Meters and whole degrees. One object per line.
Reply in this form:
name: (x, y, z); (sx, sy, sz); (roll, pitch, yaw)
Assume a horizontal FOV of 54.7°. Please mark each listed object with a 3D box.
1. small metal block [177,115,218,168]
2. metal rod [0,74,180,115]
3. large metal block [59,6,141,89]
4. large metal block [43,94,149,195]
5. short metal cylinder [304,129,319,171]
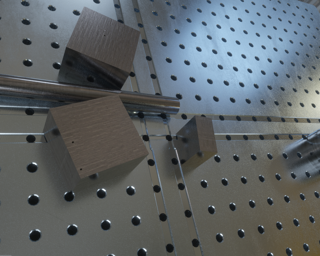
small metal block: (0.048, 0.019, 0.408); (0.025, 0.050, 0.050); (10, 58, -24)
metal rod: (-0.113, -0.042, 0.373); (0.302, 0.025, 0.025); (5, 60, -26)
large metal block: (-0.079, -0.102, 0.413); (0.080, 0.050, 0.080); (20, 54, -17)
large metal block: (-0.072, 0.016, 0.344); (0.081, 0.050, 0.080); (-18, 71, -35)
short metal cylinder: (0.299, 0.035, 0.535); (0.081, 0.050, 0.080); (14, 56, -21)
